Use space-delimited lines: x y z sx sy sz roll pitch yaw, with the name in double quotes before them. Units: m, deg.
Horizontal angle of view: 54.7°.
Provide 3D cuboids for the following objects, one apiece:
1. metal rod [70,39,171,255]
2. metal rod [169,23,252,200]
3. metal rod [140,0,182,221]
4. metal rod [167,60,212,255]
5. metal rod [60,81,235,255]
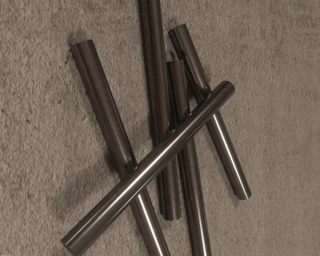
"metal rod" -0.040 0.045 0.373 0.025 0.025 0.298 -30 109 -36
"metal rod" 0.084 -0.012 0.477 0.025 0.025 0.299 -39 114 -33
"metal rod" 0.002 -0.026 0.407 0.025 0.025 0.298 -10 97 -40
"metal rod" 0.043 0.055 0.442 0.025 0.025 0.298 -16 100 -39
"metal rod" 0.006 0.029 0.377 0.301 0.025 0.025 -43 117 -31
